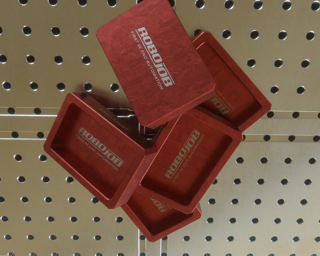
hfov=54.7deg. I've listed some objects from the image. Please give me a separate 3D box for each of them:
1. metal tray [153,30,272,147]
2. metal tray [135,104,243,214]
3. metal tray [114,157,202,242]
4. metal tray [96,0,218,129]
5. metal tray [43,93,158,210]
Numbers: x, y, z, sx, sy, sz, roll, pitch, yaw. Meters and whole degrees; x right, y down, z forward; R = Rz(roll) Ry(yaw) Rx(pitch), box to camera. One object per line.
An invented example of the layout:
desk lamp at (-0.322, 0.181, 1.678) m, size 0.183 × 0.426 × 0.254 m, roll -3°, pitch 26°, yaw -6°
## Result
metal tray at (0.065, -0.046, 0.394) m, size 0.090 × 0.030 × 0.130 m, roll -42°, pitch 106°, yaw 13°
metal tray at (0.031, 0.037, 0.393) m, size 0.090 × 0.030 × 0.129 m, roll 27°, pitch 108°, yaw -10°
metal tray at (-0.011, 0.093, 0.445) m, size 0.090 × 0.030 × 0.130 m, roll -31°, pitch 108°, yaw 10°
metal tray at (-0.005, -0.075, 0.351) m, size 0.090 × 0.030 × 0.130 m, roll -29°, pitch 78°, yaw 9°
metal tray at (-0.078, 0.026, 0.386) m, size 0.130 × 0.030 × 0.089 m, roll 36°, pitch 108°, yaw 19°
